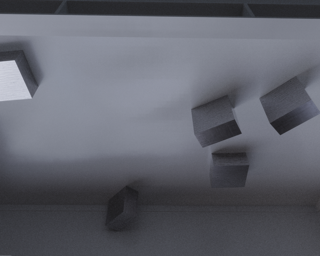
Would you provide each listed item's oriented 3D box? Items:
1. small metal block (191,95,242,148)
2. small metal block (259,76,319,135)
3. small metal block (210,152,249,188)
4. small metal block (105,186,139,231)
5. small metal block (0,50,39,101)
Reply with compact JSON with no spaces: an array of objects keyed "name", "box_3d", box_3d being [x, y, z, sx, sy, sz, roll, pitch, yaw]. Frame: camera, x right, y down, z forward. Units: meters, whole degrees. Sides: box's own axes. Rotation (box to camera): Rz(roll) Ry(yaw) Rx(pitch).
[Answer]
[{"name":"small metal block","box_3d":[0.069,-0.009,0.386,0.050,0.050,0.025,-22,127,17]},{"name":"small metal block","box_3d":[0.153,-0.027,0.371,0.050,0.050,0.025,-34,122,25]},{"name":"small metal block","box_3d":[0.102,0.064,0.464,0.050,0.025,0.050,-2,130,1]},{"name":"small metal block","box_3d":[-0.061,0.131,0.503,0.025,0.050,0.050,33,123,-25]},{"name":"small metal block","box_3d":[-0.177,-0.059,0.357,0.050,0.025,0.050,-5,130,4]}]
